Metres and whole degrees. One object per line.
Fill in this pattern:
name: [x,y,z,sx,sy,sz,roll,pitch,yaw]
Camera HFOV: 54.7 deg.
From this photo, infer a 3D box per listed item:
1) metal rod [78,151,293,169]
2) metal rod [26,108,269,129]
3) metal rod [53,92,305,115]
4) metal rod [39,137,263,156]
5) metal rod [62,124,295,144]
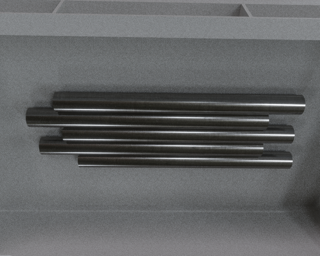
metal rod: [0.036,0.045,0.446,0.302,0.025,0.025,1,130,-1]
metal rod: [-0.014,-0.012,0.397,0.302,0.025,0.025,1,130,-1]
metal rod: [0.024,-0.030,0.382,0.302,0.025,0.025,1,130,-1]
metal rod: [-0.011,0.026,0.429,0.302,0.025,0.025,1,130,-1]
metal rod: [0.025,0.007,0.414,0.302,0.025,0.025,1,130,-1]
